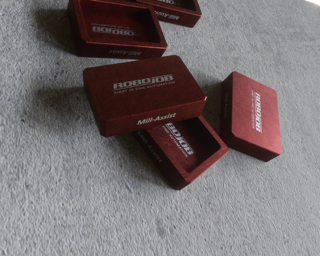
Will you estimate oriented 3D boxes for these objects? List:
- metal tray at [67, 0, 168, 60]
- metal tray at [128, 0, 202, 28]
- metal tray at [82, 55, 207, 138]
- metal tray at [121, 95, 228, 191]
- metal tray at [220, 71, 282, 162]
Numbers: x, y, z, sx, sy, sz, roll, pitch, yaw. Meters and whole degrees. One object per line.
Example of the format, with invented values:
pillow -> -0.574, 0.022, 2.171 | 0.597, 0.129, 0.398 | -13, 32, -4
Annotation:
metal tray -> -0.062, -0.146, 0.456 | 0.131, 0.030, 0.090 | -4, 64, -30
metal tray -> 0.003, -0.229, 0.541 | 0.131, 0.030, 0.090 | 2, 61, -27
metal tray -> -0.020, -0.044, 0.384 | 0.131, 0.030, 0.090 | -13, 54, -19
metal tray -> 0.018, 0.004, 0.407 | 0.091, 0.030, 0.130 | -31, 79, -38
metal tray -> 0.143, -0.020, 0.489 | 0.091, 0.030, 0.130 | 21, 54, -16
